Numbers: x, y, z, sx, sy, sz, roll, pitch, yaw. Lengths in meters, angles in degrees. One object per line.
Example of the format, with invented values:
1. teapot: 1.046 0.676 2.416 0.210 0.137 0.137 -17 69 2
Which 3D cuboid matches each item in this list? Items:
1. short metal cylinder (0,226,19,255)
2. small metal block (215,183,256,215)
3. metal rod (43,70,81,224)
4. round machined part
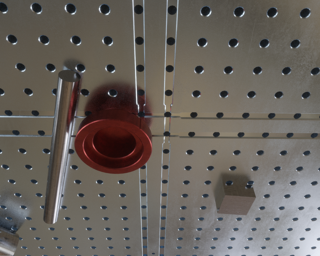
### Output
1. short metal cylinder: -0.302 0.219 0.558 0.080 0.080 0.050 -35 122 26
2. small metal block: 0.124 0.119 0.515 0.050 0.025 0.050 5 130 -5
3. metal rod: -0.148 0.048 0.450 0.025 0.025 0.298 13 129 -11
4. round machined part: -0.059 0.013 0.411 0.099 0.042 0.097 -1 130 0
